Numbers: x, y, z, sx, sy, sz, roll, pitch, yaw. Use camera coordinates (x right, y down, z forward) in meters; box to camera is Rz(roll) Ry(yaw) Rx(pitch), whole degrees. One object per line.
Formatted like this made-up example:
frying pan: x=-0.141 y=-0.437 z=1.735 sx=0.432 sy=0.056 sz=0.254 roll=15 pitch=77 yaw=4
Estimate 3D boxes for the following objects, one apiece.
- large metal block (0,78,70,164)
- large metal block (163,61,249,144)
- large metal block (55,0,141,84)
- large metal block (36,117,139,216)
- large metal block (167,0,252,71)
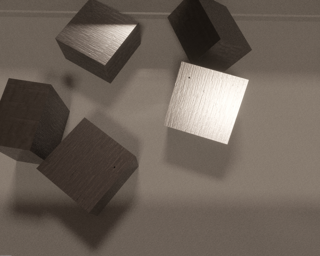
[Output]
large metal block: x=-0.156 y=-0.004 z=0.380 sx=0.050 sy=0.080 sz=0.080 roll=9 pitch=70 yaw=3
large metal block: x=0.057 y=-0.033 z=0.391 sx=0.080 sy=0.050 sz=0.079 roll=17 pitch=102 yaw=5
large metal block: x=-0.084 y=-0.124 z=0.441 sx=0.080 sy=0.050 sz=0.080 roll=30 pitch=73 yaw=10
large metal block: x=-0.084 y=0.048 z=0.378 sx=0.080 sy=0.050 sz=0.080 roll=36 pitch=74 yaw=12
large metal block: x=0.068 y=-0.129 z=0.423 sx=0.081 sy=0.050 sz=0.080 roll=-2 pitch=62 yaw=-47
